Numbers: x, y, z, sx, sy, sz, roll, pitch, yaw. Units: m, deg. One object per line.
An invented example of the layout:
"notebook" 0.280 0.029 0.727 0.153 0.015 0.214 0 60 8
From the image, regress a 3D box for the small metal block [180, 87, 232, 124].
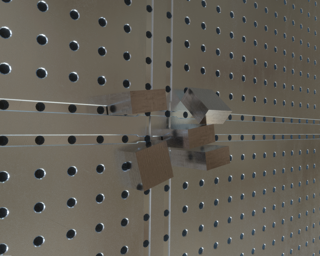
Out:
"small metal block" 0.066 -0.032 0.445 0.050 0.050 0.025 0 133 -40

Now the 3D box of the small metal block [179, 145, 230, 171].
"small metal block" 0.064 0.041 0.445 0.050 0.050 0.025 -10 96 -40

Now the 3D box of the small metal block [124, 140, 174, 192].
"small metal block" -0.014 0.047 0.397 0.050 0.025 0.050 -19 103 -38

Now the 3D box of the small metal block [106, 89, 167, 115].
"small metal block" -0.028 -0.031 0.369 0.050 0.050 0.025 -10 97 -39

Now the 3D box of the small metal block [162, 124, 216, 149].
"small metal block" 0.039 0.010 0.424 0.050 0.050 0.025 -11 98 -39
